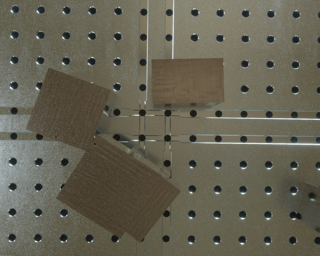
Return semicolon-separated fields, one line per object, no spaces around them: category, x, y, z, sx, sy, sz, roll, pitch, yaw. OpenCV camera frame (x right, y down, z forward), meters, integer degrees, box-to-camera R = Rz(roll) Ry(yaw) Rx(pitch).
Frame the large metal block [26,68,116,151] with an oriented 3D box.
large metal block;-0.111;-0.022;0.399;0.080;0.050;0.080;20;90;-1

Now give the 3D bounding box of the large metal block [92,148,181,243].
large metal block;-0.031;0.083;0.401;0.080;0.050;0.080;38;90;-1

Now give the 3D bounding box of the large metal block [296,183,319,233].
large metal block;0.234;0.112;0.389;0.080;0.080;0.050;17;90;-1

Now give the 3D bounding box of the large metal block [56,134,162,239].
large metal block;-0.054;0.061;0.350;0.080;0.050;0.080;32;90;0

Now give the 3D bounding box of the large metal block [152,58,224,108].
large metal block;0.031;-0.053;0.386;0.081;0.080;0.050;-1;90;-1
